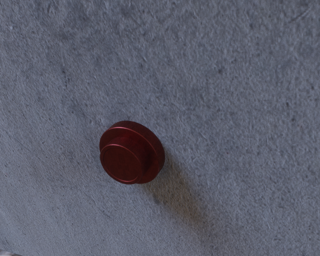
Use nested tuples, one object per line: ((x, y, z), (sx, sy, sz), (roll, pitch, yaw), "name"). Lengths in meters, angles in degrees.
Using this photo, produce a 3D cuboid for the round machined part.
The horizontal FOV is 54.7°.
((-0.046, 0.042, 0.444), (0.098, 0.042, 0.097), (13, 124, 20), "round machined part")
